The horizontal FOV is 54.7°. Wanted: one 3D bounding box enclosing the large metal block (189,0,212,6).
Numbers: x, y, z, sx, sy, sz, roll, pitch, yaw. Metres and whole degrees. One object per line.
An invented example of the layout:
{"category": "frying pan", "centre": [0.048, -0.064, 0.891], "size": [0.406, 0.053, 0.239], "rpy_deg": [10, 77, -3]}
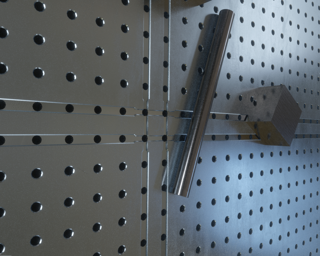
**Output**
{"category": "large metal block", "centre": [0.071, -0.231, 0.434], "size": [0.050, 0.080, 0.080], "rpy_deg": [14, 81, -40]}

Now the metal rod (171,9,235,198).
{"category": "metal rod", "centre": [0.068, -0.045, 0.468], "size": [0.025, 0.025, 0.299], "rpy_deg": [26, 73, -37]}

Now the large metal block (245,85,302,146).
{"category": "large metal block", "centre": [0.213, -0.022, 0.575], "size": [0.080, 0.050, 0.080], "rpy_deg": [42, 65, -32]}
